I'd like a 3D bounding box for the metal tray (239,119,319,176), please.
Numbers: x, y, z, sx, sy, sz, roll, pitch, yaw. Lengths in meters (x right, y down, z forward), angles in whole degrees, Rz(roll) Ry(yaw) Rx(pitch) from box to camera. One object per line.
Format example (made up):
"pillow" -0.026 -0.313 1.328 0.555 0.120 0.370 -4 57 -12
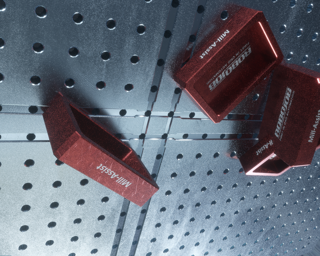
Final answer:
"metal tray" 0.205 0.032 0.505 0.091 0.030 0.129 7 139 -32

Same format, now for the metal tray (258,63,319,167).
"metal tray" 0.193 -0.020 0.451 0.030 0.090 0.129 -3 115 -18

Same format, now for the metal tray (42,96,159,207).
"metal tray" -0.065 0.028 0.350 0.030 0.090 0.130 -45 129 3

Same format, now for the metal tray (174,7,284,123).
"metal tray" 0.093 -0.079 0.408 0.130 0.030 0.090 -45 129 3
